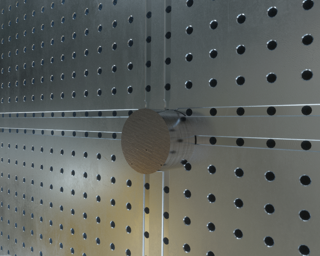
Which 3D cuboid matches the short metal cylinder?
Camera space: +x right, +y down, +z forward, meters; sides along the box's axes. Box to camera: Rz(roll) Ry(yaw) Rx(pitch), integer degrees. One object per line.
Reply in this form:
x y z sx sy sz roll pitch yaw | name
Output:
-0.003 0.016 0.394 0.080 0.050 0.079 0 90 39 | short metal cylinder
